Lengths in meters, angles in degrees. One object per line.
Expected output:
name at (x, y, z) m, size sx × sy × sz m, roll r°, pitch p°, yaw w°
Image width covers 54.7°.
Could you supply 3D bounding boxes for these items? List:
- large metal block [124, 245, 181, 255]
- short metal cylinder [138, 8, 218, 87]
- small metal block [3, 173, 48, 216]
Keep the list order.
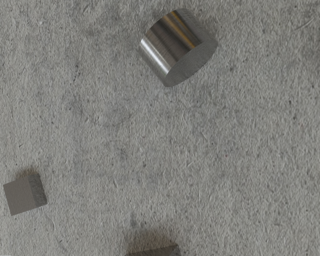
large metal block at (-0.009, 0.205, 0.398) m, size 0.080 × 0.050 × 0.080 m, roll -18°, pitch 84°, yaw 18°
short metal cylinder at (0.022, -0.094, 0.372) m, size 0.080 × 0.080 × 0.050 m, roll -40°, pitch 78°, yaw 15°
small metal block at (-0.209, 0.103, 0.481) m, size 0.050 × 0.025 × 0.050 m, roll -21°, pitch 83°, yaw 18°
